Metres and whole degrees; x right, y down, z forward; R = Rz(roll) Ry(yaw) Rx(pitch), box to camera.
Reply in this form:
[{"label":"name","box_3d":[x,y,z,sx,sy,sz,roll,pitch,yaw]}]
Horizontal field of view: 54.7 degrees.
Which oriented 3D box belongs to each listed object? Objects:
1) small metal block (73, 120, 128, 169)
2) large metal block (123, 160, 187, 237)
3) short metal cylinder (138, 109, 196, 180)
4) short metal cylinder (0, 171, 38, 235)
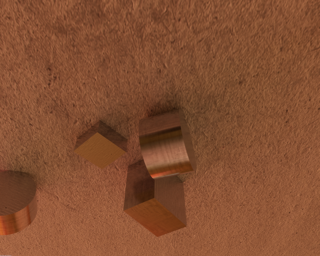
[{"label":"small metal block","box_3d":[-0.081,0.024,0.427,0.050,0.025,0.050,-36,122,26]},{"label":"large metal block","box_3d":[-0.006,0.099,0.455,0.050,0.080,0.080,-27,125,21]},{"label":"short metal cylinder","box_3d":[0.011,0.021,0.389,0.050,0.080,0.080,-14,129,11]},{"label":"short metal cylinder","box_3d":[-0.228,0.111,0.463,0.081,0.080,0.050,9,130,-8]}]
